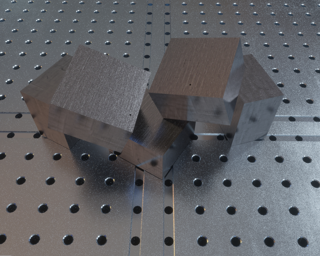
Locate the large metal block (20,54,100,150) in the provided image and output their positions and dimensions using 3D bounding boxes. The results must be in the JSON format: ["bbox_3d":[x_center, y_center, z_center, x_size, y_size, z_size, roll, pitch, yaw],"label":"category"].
[{"bbox_3d":[-0.118,-0.034,0.398,0.050,0.080,0.080,24,54,18],"label":"large metal block"}]

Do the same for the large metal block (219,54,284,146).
[{"bbox_3d":[0.106,-0.036,0.404,0.050,0.080,0.080,-13,51,-11],"label":"large metal block"}]

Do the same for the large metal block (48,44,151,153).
[{"bbox_3d":[-0.064,-0.030,0.331,0.080,0.050,0.080,20,57,-10],"label":"large metal block"}]

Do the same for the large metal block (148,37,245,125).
[{"bbox_3d":[0.044,-0.054,0.347,0.080,0.050,0.080,7,62,25],"label":"large metal block"}]

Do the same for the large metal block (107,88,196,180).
[{"bbox_3d":[-0.010,0.004,0.387,0.080,0.050,0.080,26,54,19],"label":"large metal block"}]
